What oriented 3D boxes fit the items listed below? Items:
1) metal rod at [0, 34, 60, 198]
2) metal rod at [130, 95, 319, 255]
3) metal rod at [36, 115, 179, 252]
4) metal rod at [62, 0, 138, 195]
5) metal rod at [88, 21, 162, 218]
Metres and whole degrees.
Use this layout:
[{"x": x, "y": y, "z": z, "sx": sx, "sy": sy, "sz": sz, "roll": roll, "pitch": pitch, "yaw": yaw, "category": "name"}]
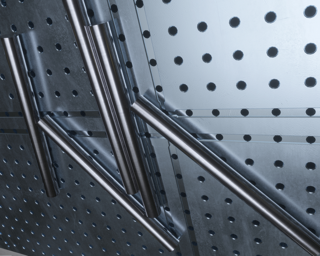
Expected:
[{"x": -0.209, "y": -0.003, "z": 0.516, "sx": 0.025, "sy": 0.025, "sz": 0.298, "roll": 11, "pitch": 123, "yaw": 21, "category": "metal rod"}, {"x": 0.085, "y": 0.061, "z": 0.402, "sx": 0.300, "sy": 0.025, "sz": 0.025, "roll": 39, "pitch": 129, "yaw": 1, "category": "metal rod"}, {"x": -0.083, "y": 0.092, "z": 0.509, "sx": 0.300, "sy": 0.025, "sz": 0.025, "roll": 45, "pitch": 129, "yaw": -4, "category": "metal rod"}, {"x": -0.075, "y": -0.033, "z": 0.428, "sx": 0.025, "sy": 0.025, "sz": 0.298, "roll": 1, "pitch": 119, "yaw": 27, "category": "metal rod"}, {"x": -0.042, "y": 0.006, "z": 0.435, "sx": 0.025, "sy": 0.025, "sz": 0.298, "roll": 1, "pitch": 119, "yaw": 27, "category": "metal rod"}]
